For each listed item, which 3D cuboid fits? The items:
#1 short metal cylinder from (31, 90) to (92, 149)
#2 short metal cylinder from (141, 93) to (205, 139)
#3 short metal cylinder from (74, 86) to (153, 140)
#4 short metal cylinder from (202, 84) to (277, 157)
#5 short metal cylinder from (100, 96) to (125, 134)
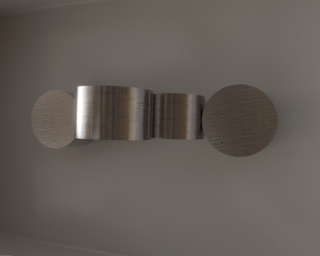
[{"bbox_3d":[-0.133,-0.012,0.442,0.080,0.050,0.080,0,90,20],"label":"short metal cylinder"},{"bbox_3d":[0.014,-0.013,0.374,0.080,0.080,0.050,2,91,20],"label":"short metal cylinder"},{"bbox_3d":[-0.048,-0.014,0.323,0.080,0.080,0.050,2,91,20],"label":"short metal cylinder"},{"bbox_3d":[0.094,-0.008,0.362,0.080,0.050,0.080,0,90,20],"label":"short metal cylinder"},{"bbox_3d":[-0.062,-0.016,0.401,0.080,0.080,0.050,2,91,20],"label":"short metal cylinder"}]
